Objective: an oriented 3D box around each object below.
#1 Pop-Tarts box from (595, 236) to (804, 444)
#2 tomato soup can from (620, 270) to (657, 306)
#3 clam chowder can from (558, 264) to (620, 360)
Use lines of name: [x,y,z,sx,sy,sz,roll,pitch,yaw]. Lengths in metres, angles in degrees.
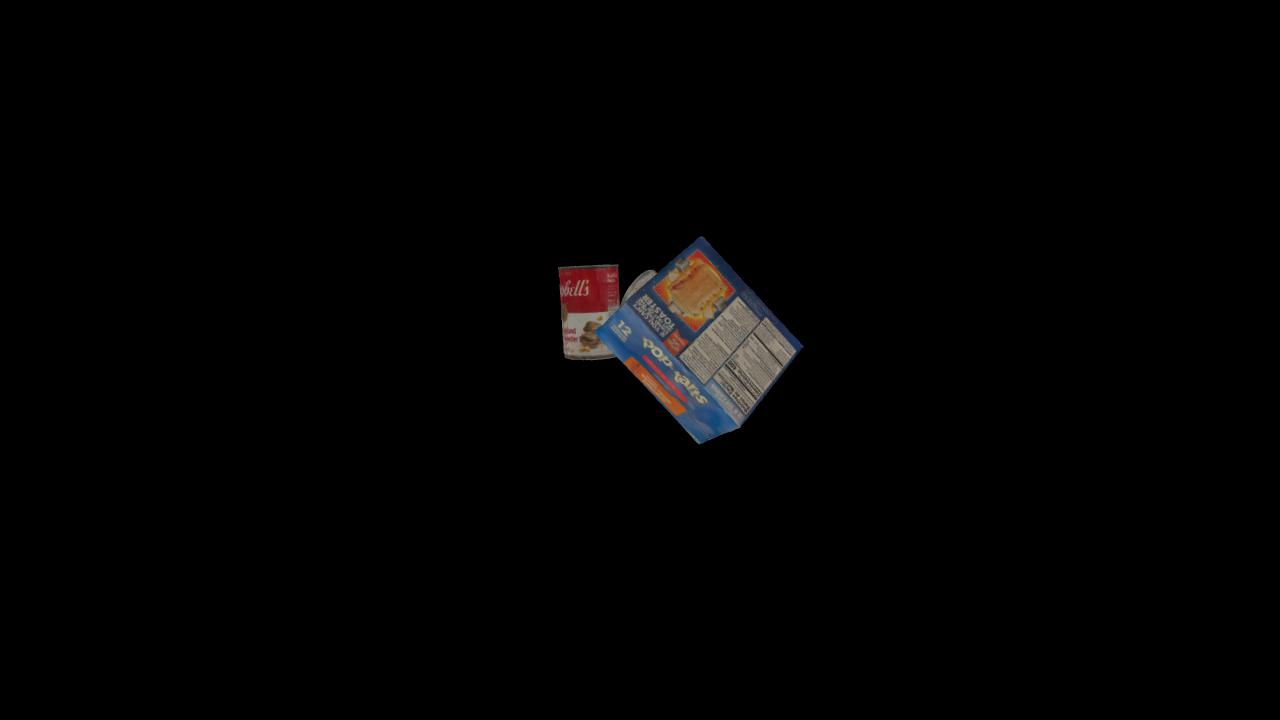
Pop-Tarts box: [0.065,-0.021,0.660,0.141,0.167,0.083,-45,2,-34]
tomato soup can: [0.035,-0.051,0.720,0.101,0.068,0.068,31,-15,-27]
clam chowder can: [-0.055,-0.055,0.689,0.068,0.102,0.068,-3,9,0]
